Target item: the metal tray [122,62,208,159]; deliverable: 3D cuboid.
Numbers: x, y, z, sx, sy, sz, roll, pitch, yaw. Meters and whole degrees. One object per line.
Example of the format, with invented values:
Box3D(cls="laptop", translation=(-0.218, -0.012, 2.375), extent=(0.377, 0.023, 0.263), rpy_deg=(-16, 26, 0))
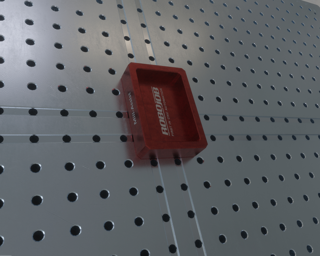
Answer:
Box3D(cls="metal tray", translation=(0.004, -0.025, 0.421), extent=(0.091, 0.030, 0.130), rpy_deg=(1, 61, -28))
